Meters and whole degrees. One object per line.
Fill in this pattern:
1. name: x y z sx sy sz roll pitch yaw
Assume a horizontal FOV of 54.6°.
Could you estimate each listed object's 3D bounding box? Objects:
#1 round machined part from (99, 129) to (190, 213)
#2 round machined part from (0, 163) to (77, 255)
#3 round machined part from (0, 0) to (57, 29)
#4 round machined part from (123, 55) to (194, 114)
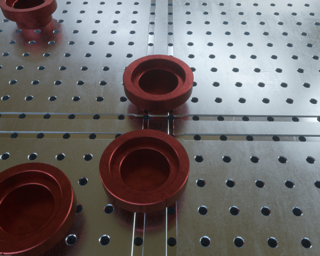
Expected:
1. round machined part: -0.017 0.052 0.353 0.099 0.042 0.098 0 50 0
2. round machined part: -0.136 0.088 0.322 0.099 0.042 0.098 0 50 0
3. round machined part: -0.244 -0.225 0.585 0.099 0.042 0.098 0 50 0
4. round machined part: -0.002 -0.059 0.447 0.099 0.042 0.098 0 50 0
